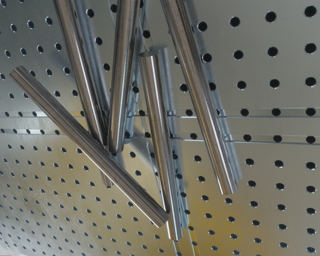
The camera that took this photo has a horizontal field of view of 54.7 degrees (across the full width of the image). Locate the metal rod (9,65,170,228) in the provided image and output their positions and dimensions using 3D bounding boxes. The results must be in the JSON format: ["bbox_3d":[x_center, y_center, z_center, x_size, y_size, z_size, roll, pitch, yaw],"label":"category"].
[{"bbox_3d":[-0.097,0.030,0.445,0.300,0.025,0.025,47,129,-6],"label":"metal rod"}]

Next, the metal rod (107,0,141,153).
[{"bbox_3d":[-0.044,-0.090,0.377,0.025,0.025,0.298,22,127,15],"label":"metal rod"}]

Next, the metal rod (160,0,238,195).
[{"bbox_3d":[0.044,-0.049,0.356,0.025,0.025,0.298,-7,116,31],"label":"metal rod"}]

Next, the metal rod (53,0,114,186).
[{"bbox_3d":[-0.100,-0.043,0.435,0.025,0.025,0.298,6,121,25],"label":"metal rod"}]

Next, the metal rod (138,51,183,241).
[{"bbox_3d":[0.006,0.043,0.433,0.025,0.025,0.298,6,121,25],"label":"metal rod"}]
